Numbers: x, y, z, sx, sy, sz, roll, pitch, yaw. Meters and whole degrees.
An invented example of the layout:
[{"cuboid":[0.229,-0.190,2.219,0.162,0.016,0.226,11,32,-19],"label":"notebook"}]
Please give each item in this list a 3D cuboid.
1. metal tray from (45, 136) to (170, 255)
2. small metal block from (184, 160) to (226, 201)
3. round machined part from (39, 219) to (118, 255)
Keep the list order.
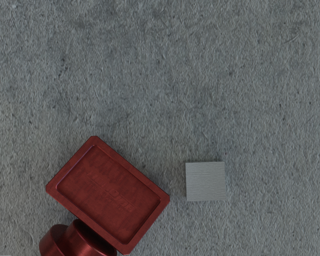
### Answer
[{"cuboid":[-0.064,0.084,0.395,0.130,0.030,0.090,40,75,-1],"label":"metal tray"},{"cuboid":[0.059,0.069,0.411,0.050,0.025,0.050,-2,90,-1],"label":"small metal block"},{"cuboid":[-0.091,0.148,0.373,0.098,0.098,0.042,40,85,-1],"label":"round machined part"}]
